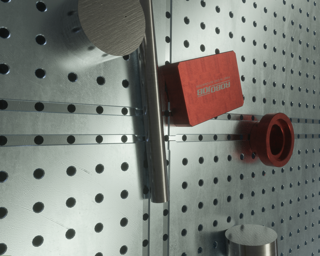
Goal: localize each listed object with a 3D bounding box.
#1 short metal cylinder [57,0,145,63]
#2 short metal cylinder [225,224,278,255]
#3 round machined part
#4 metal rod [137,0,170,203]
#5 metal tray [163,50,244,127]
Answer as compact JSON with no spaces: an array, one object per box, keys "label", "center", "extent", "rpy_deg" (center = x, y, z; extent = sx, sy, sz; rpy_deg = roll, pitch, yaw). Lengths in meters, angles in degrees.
[{"label":"short metal cylinder","center":[-0.063,-0.115,0.339],"extent":[0.081,0.050,0.080],"rpy_deg":[0,90,-40]},{"label":"short metal cylinder","center":[0.147,0.194,0.497],"extent":[0.081,0.080,0.050],"rpy_deg":[-8,96,-40]},{"label":"round machined part","center":[0.202,0.021,0.567],"extent":[0.099,0.042,0.097],"rpy_deg":[0,90,-40]},{"label":"metal rod","center":[-0.013,-0.053,0.398],"extent":[0.025,0.025,0.298],"rpy_deg":[-9,96,-40]},{"label":"metal tray","center":[0.070,-0.061,0.464],"extent":[0.131,0.030,0.089],"rpy_deg":[-21,103,-38]}]
